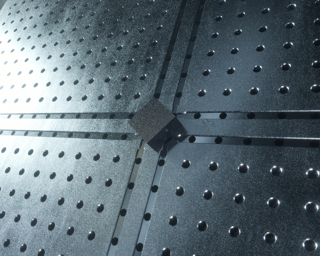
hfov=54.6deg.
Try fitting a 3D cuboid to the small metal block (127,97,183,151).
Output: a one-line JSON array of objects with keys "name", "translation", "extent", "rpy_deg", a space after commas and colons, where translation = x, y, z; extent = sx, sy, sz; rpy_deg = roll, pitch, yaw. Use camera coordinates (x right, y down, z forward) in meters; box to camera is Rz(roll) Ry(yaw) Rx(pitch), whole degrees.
[{"name": "small metal block", "translation": [-0.007, -0.006, 0.417], "extent": [0.050, 0.025, 0.050], "rpy_deg": [-44, 51, -2]}]
